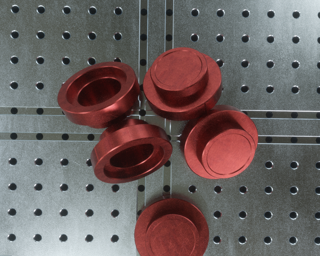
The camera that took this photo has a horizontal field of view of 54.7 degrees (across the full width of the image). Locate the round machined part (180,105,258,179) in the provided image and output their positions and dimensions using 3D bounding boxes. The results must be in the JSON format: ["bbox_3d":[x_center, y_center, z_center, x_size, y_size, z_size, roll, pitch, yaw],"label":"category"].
[{"bbox_3d":[0.078,0.024,0.386,0.099,0.042,0.097,-6,116,-12],"label":"round machined part"}]

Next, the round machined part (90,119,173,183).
[{"bbox_3d":[-0.038,0.026,0.385,0.098,0.098,0.042,-24,58,0],"label":"round machined part"}]

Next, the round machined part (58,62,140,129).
[{"bbox_3d":[-0.072,-0.037,0.387,0.099,0.098,0.042,-19,134,-1],"label":"round machined part"}]

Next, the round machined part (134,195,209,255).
[{"bbox_3d":[0.015,0.141,0.405,0.099,0.042,0.097,0,90,-1],"label":"round machined part"}]

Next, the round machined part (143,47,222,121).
[{"bbox_3d":[0.026,-0.061,0.382,0.098,0.042,0.098,-7,57,11],"label":"round machined part"}]
